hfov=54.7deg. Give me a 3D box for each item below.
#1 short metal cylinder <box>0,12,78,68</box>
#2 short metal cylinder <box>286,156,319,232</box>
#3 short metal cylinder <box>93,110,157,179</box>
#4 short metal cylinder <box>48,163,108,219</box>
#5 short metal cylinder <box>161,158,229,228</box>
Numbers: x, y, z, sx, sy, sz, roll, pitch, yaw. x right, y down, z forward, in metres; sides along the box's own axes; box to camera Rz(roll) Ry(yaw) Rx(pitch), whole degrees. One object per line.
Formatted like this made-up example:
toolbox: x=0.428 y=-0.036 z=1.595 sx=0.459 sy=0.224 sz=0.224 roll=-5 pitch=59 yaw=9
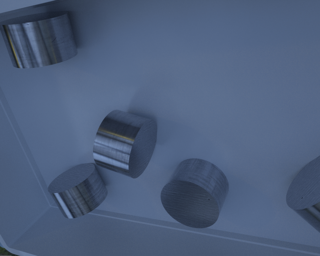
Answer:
short metal cylinder: x=-0.148 y=-0.111 z=0.383 sx=0.080 sy=0.080 sz=0.050 roll=7 pitch=122 yaw=25
short metal cylinder: x=0.180 y=0.069 z=0.320 sx=0.050 sy=0.080 sz=0.080 roll=41 pitch=129 yaw=0
short metal cylinder: x=-0.044 y=0.021 z=0.409 sx=0.050 sy=0.080 sz=0.079 roll=17 pitch=125 yaw=19
short metal cylinder: x=-0.133 y=0.101 z=0.506 sx=0.080 sy=0.080 sz=0.050 roll=-9 pitch=114 yaw=32
short metal cylinder: x=0.048 y=0.088 z=0.422 sx=0.080 sy=0.050 sz=0.079 roll=13 pitch=124 yaw=21
